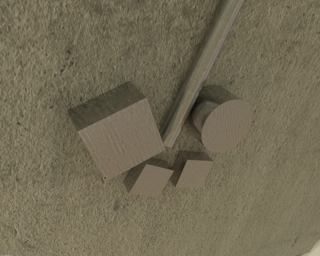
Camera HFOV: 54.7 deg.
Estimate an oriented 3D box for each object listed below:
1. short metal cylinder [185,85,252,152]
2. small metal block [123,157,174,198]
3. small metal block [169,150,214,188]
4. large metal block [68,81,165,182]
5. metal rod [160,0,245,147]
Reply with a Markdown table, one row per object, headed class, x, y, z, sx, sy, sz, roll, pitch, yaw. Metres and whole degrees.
| class | x | y | z | sx | sy | sz | roll | pitch | yaw |
| --- | --- | --- | --- | --- | --- | --- | --- | --- | --- |
| short metal cylinder | 0.079 | -0.013 | 0.428 | 0.081 | 0.050 | 0.079 | -14 | 125 | -21 |
| small metal block | -0.016 | 0.069 | 0.443 | 0.050 | 0.025 | 0.050 | 19 | 108 | -36 |
| small metal block | 0.047 | 0.064 | 0.474 | 0.050 | 0.025 | 0.050 | 7 | 115 | -32 |
| large metal block | -0.049 | 0.003 | 0.367 | 0.080 | 0.050 | 0.080 | -28 | 128 | -11 |
| metal rod | 0.067 | -0.108 | 0.377 | 0.025 | 0.025 | 0.298 | 12 | 112 | -34 |
